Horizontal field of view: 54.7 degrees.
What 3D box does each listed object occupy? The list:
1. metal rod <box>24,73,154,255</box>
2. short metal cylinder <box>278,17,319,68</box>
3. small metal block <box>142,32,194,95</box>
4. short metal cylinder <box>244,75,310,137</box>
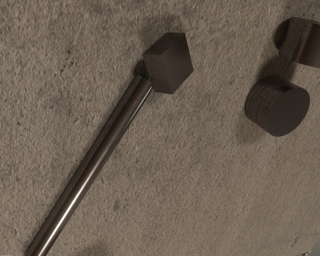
[{"bbox_3d":[-0.096,0.064,0.394,0.025,0.025,0.299,25,105,-37],"label":"metal rod"},{"bbox_3d":[0.208,-0.115,0.416,0.081,0.080,0.050,-3,120,-27],"label":"short metal cylinder"},{"bbox_3d":[0.011,-0.074,0.354,0.050,0.025,0.050,-50,137,-34],"label":"small metal block"},{"bbox_3d":[0.177,-0.034,0.469,0.081,0.050,0.079,-14,125,-21],"label":"short metal cylinder"}]
